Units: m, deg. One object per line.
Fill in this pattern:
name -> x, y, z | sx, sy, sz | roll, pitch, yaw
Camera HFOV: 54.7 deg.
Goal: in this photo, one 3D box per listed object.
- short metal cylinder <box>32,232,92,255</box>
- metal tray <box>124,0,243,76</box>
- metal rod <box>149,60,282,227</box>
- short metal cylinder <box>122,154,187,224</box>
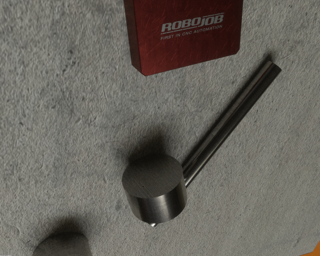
short metal cylinder -> -0.135, 0.195, 0.438 | 0.081, 0.050, 0.079 | -14, 124, -21
metal tray -> 0.030, -0.118, 0.347 | 0.131, 0.030, 0.089 | -17, 126, -19
metal rod -> 0.074, 0.029, 0.464 | 0.025, 0.025, 0.299 | 30, 102, -38
short metal cylinder -> -0.006, 0.080, 0.417 | 0.081, 0.080, 0.050 | -23, 127, -15
